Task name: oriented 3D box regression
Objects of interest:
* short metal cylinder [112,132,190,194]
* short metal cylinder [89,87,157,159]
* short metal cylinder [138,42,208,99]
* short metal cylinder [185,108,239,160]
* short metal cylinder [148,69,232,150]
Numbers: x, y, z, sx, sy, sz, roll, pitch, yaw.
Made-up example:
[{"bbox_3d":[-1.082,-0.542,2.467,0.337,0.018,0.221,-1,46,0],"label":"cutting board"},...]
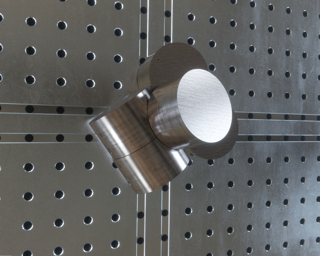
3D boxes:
[{"bbox_3d":[-0.011,0.036,0.380,0.080,0.080,0.050,-35,102,-17],"label":"short metal cylinder"},{"bbox_3d":[-0.037,-0.007,0.371,0.080,0.080,0.050,-36,102,-17],"label":"short metal cylinder"},{"bbox_3d":[0.016,-0.066,0.405,0.081,0.050,0.079,0,90,-21],"label":"short metal cylinder"},{"bbox_3d":[0.058,0.001,0.421,0.081,0.050,0.079,0,90,-21],"label":"short metal cylinder"},{"bbox_3d":[0.034,-0.019,0.344,0.081,0.050,0.080,11,72,-36],"label":"short metal cylinder"}]
